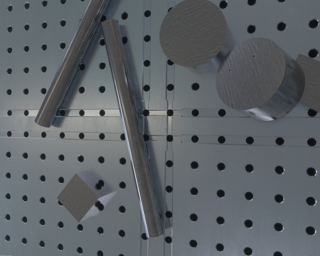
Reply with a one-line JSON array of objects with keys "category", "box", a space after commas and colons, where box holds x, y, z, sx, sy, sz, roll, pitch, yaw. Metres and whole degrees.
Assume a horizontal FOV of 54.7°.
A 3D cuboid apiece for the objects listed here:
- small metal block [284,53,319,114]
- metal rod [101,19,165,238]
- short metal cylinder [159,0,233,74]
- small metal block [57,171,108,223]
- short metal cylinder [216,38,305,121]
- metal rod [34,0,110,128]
[{"category": "small metal block", "box": [0.170, -0.050, 0.353, 0.050, 0.025, 0.050, 28, 99, 17]}, {"category": "metal rod", "box": [-0.038, -0.003, 0.425, 0.025, 0.025, 0.298, -14, 85, 19]}, {"category": "short metal cylinder", "box": [0.046, -0.111, 0.383, 0.080, 0.050, 0.079, 0, 90, 20]}, {"category": "small metal block", "box": [-0.113, 0.099, 0.453, 0.050, 0.025, 0.050, 42, 103, 15]}, {"category": "short metal cylinder", "box": [0.110, -0.052, 0.343, 0.080, 0.050, 0.080, -16, 67, 42]}, {"category": "metal rod", "box": [-0.111, -0.136, 0.451, 0.025, 0.025, 0.299, 31, 100, 17]}]
